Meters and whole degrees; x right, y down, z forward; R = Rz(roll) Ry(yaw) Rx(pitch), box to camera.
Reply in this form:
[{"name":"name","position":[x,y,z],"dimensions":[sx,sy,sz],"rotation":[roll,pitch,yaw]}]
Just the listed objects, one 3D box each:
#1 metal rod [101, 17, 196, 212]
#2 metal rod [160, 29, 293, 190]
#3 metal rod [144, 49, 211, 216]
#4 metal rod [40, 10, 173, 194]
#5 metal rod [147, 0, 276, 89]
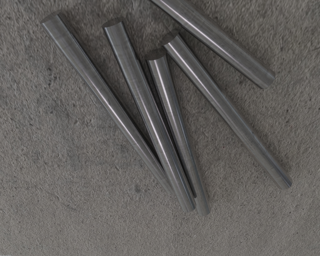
[{"name":"metal rod","position":[-0.002,0.007,0.399],"dimensions":[0.025,0.025,0.299],"rotation":[-14,125,11]},{"name":"metal rod","position":[0.101,-0.005,0.403],"dimensions":[0.025,0.025,0.300],"rotation":[-31,124,23]},{"name":"metal rod","position":[0.035,0.029,0.431],"dimensions":[0.025,0.025,0.299],"rotation":[-12,129,10]},{"name":"metal rod","position":[-0.045,-0.009,0.398],"dimensions":[0.025,0.025,0.299],"rotation":[-20,128,16]},{"name":"metal rod","position":[0.005,-0.126,0.299],"dimensions":[0.301,0.025,0.025],"rotation":[31,124,-24]}]
